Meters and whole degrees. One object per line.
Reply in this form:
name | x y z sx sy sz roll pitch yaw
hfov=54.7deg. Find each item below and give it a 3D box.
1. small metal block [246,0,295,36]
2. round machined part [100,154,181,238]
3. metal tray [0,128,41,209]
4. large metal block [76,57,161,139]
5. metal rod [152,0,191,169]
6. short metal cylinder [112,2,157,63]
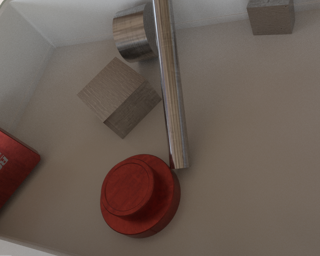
small metal block | 0.146 -0.149 0.404 0.050 0.050 0.025 8 66 31
round machined part | -0.029 0.075 0.363 0.098 0.042 0.098 -13 56 20
metal tray | -0.253 0.067 0.449 0.130 0.090 0.030 -53 31 -10
large metal block | -0.059 -0.044 0.446 0.080 0.050 0.080 -46 51 -4
metal rod | 0.009 -0.101 0.379 0.025 0.025 0.298 -8 84 23
short metal cylinder | -0.029 -0.143 0.472 0.050 0.080 0.080 -6 59 25
